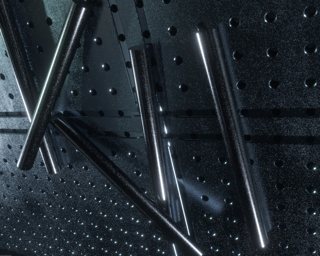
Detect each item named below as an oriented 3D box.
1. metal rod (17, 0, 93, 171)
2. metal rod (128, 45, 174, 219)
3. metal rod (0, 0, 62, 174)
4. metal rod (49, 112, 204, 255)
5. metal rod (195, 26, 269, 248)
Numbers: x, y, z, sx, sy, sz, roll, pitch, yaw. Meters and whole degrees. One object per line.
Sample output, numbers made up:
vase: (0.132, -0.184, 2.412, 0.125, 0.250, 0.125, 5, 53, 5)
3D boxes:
metal rod: (-0.161, -0.042, 0.446, 0.025, 0.025, 0.298, 36, 122, 4)
metal rod: (-0.006, 0.035, 0.434, 0.025, 0.025, 0.298, 6, 121, 25)
metal rod: (-0.203, -0.055, 0.481, 0.025, 0.025, 0.298, 8, 122, 24)
metal rod: (-0.054, 0.085, 0.466, 0.300, 0.025, 0.025, 42, 129, 7)
metal rod: (0.094, 0.028, 0.378, 0.025, 0.025, 0.298, -6, 116, 30)
